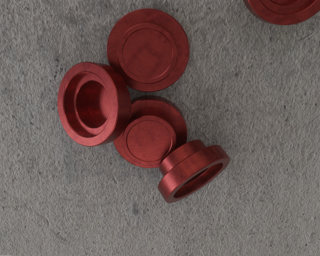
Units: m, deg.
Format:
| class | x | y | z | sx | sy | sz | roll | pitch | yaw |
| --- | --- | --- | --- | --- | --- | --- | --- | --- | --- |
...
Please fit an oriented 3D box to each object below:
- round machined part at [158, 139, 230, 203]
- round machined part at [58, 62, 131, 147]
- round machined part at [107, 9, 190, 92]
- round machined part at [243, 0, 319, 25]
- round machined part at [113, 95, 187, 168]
| class | x | y | z | sx | sy | sz | roll | pitch | yaw |
| --- | --- | --- | --- | --- | --- | --- | --- | --- | --- |
| round machined part | 0.038 | 0.052 | 0.401 | 0.098 | 0.098 | 0.042 | -41 | 66 | 13 |
| round machined part | -0.074 | -0.029 | 0.373 | 0.098 | 0.042 | 0.097 | 4 | 98 | 32 |
| round machined part | -0.014 | -0.090 | 0.367 | 0.099 | 0.042 | 0.097 | 0 | 110 | 0 |
| round machined part | 0.136 | -0.165 | 0.341 | 0.099 | 0.042 | 0.097 | 0 | 110 | 0 |
| round machined part | -0.013 | 0.010 | 0.404 | 0.099 | 0.042 | 0.097 | 0 | 110 | 0 |
